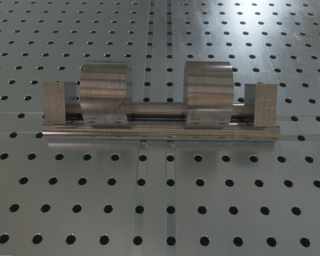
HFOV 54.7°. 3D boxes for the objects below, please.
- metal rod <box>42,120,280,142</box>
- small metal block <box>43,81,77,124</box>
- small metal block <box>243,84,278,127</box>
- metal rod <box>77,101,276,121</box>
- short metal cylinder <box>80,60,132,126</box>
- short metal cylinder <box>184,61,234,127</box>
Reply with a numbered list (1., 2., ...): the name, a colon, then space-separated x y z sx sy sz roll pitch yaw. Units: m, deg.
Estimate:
1. metal rod: 0.002 0.003 0.405 0.302 0.025 0.025 1 50 0
2. small metal block: -0.124 -0.033 0.389 0.025 0.050 0.050 0 8 1
3. small metal block: 0.124 -0.030 0.388 0.025 0.050 0.050 0 9 1
4. metal rod: 0.005 -0.023 0.427 0.302 0.025 0.025 1 50 0
5. short metal cylinder: -0.062 -0.042 0.379 0.050 0.080 0.080 1 50 0
6. short metal cylinder: 0.056 -0.041 0.378 0.050 0.080 0.080 1 50 0
